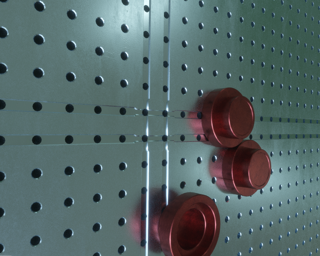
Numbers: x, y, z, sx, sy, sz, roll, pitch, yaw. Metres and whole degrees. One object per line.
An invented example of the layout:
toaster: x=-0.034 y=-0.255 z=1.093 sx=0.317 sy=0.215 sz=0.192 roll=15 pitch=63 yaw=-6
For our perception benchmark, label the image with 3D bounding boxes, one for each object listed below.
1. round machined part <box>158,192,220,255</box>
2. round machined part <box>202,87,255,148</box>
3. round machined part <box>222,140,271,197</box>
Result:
round machined part: x=0.036 y=0.138 z=0.431 sx=0.099 sy=0.042 sz=0.097 roll=0 pitch=90 yaw=-40
round machined part: x=0.115 y=-0.017 z=0.498 sx=0.099 sy=0.042 sz=0.097 roll=0 pitch=90 yaw=-40
round machined part: x=0.154 y=0.069 z=0.531 sx=0.099 sy=0.042 sz=0.097 roll=0 pitch=90 yaw=-40
